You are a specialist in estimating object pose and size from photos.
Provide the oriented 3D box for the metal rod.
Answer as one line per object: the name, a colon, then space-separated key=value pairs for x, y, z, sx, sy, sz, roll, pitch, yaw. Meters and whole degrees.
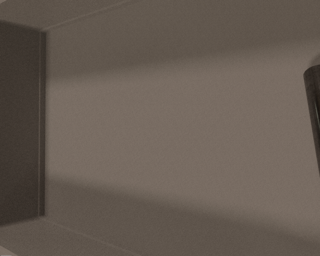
metal rod: x=0.131 y=0.078 z=0.213 sx=0.025 sy=0.025 sz=0.300 roll=-20 pitch=51 yaw=38
